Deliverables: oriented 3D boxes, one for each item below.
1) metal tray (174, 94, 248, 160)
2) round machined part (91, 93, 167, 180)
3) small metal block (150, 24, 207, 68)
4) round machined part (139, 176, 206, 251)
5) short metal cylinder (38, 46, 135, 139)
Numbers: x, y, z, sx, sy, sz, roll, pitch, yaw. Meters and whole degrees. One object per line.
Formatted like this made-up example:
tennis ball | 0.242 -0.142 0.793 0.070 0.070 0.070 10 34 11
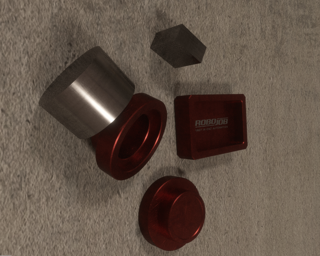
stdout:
metal tray | 0.082 -0.006 0.472 0.131 0.030 0.089 -6 94 -40
round machined part | -0.037 0.005 0.345 0.098 0.042 0.097 -45 151 -33
small metal block | 0.024 -0.107 0.411 0.050 0.050 0.025 32 70 -36
round machined part | 0.023 0.115 0.416 0.099 0.042 0.097 0 90 -40
short metal cylinder | -0.072 -0.035 0.309 0.050 0.080 0.080 47 62 -28
